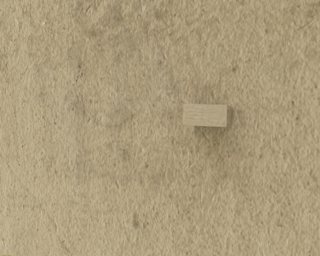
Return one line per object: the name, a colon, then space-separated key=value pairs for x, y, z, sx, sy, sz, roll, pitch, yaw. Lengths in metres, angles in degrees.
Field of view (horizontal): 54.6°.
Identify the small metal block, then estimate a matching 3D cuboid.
small metal block: x=0.059 y=-0.015 z=0.375 sx=0.050 sy=0.050 sz=0.025 roll=3 pitch=91 yaw=20
